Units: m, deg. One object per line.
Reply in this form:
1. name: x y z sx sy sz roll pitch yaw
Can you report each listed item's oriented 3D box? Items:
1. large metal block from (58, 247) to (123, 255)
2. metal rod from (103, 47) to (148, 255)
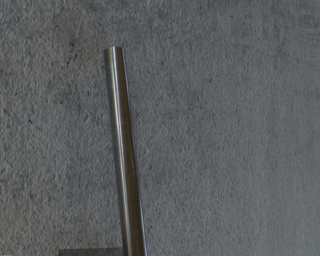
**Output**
1. large metal block: -0.069 0.177 0.331 0.081 0.050 0.080 17 80 -39
2. metal rod: -0.035 0.056 0.334 0.025 0.025 0.299 1 77 -40
